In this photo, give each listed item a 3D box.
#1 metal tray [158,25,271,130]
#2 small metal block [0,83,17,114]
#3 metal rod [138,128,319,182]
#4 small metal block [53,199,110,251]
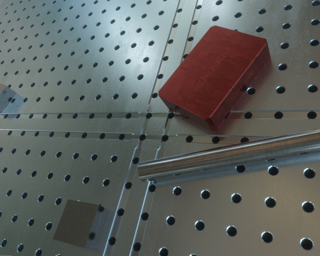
[{"bbox_3d":[0.071,-0.071,0.410,0.090,0.030,0.130,31,79,37],"label":"metal tray"},{"bbox_3d":[-0.321,-0.061,0.610,0.050,0.025,0.050,18,71,34],"label":"small metal block"},{"bbox_3d":[0.116,0.023,0.332,0.301,0.025,0.025,-13,57,20],"label":"metal rod"},{"bbox_3d":[-0.097,0.120,0.384,0.050,0.025,0.050,2,62,28],"label":"small metal block"}]
